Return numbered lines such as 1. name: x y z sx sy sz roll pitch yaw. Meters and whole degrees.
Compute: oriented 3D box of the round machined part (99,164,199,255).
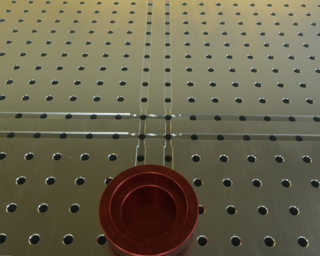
1. round machined part: -0.011 0.090 0.321 0.099 0.042 0.098 0 50 0
